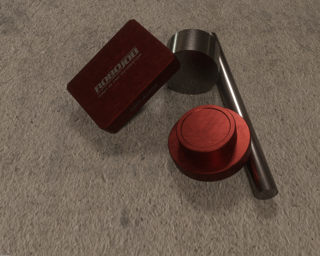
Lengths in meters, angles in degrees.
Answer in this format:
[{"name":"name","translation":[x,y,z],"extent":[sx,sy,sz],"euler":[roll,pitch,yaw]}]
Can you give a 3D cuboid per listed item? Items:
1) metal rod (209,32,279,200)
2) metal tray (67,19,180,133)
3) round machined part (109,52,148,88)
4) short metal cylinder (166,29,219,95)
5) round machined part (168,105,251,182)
[{"name":"metal rod","translation":[0.103,-0.040,0.438],"extent":[0.025,0.025,0.300],"euler":[-4,50,-4]},{"name":"metal tray","translation":[-0.049,-0.068,0.409],"extent":[0.130,0.030,0.090],"euler":[-45,67,3]},{"name":"round machined part","translation":[-0.053,-0.096,0.472],"extent":[0.099,0.042,0.098],"euler":[0,50,0]},{"name":"short metal cylinder","translation":[0.045,-0.095,0.448],"extent":[0.080,0.080,0.050],"euler":[6,50,5]},{"name":"round machined part","translation":[0.057,0.011,0.368],"extent":[0.098,0.042,0.098],"euler":[-9,51,12]}]
